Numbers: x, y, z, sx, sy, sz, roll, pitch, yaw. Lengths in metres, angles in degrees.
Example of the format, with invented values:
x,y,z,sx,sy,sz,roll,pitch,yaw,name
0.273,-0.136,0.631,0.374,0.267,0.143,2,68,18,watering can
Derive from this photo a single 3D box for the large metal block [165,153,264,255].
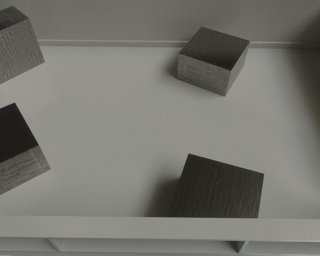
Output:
x,y,z,sx,sy,sz,roll,pitch,yaw,name
0.056,0.082,0.320,0.080,0.050,0.080,15,51,12,large metal block

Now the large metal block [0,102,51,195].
x,y,z,sx,sy,sz,roll,pitch,yaw,name
-0.189,0.027,0.365,0.081,0.050,0.080,-28,56,-22,large metal block

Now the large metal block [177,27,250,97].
x,y,z,sx,sy,sz,roll,pitch,yaw,name
0.082,-0.104,0.477,0.080,0.050,0.080,23,54,18,large metal block

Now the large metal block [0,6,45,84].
x,y,z,sx,sy,sz,roll,pitch,yaw,name
-0.236,-0.126,0.474,0.080,0.080,0.050,-37,59,-27,large metal block
